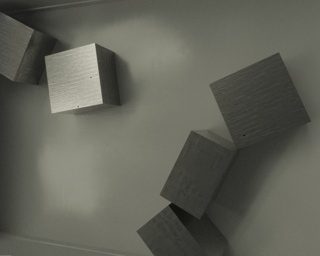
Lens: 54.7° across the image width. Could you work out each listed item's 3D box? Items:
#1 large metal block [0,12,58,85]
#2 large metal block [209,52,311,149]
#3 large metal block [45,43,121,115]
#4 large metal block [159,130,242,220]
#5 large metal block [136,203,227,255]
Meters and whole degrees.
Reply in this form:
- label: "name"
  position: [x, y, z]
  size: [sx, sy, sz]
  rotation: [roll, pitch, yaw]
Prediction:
- label: "large metal block"
  position: [-0.219, -0.122, 0.474]
  size: [0.080, 0.050, 0.080]
  rotation: [30, 100, 17]
- label: "large metal block"
  position: [0.114, -0.028, 0.357]
  size: [0.080, 0.050, 0.080]
  rotation: [-24, 82, 18]
- label: "large metal block"
  position: [-0.107, -0.065, 0.435]
  size: [0.080, 0.050, 0.080]
  rotation: [-9, 87, 19]
- label: "large metal block"
  position: [0.051, 0.049, 0.363]
  size: [0.050, 0.080, 0.080]
  rotation: [28, 99, 18]
- label: "large metal block"
  position: [0.030, 0.130, 0.371]
  size: [0.050, 0.080, 0.080]
  rotation: [-43, 77, 15]
